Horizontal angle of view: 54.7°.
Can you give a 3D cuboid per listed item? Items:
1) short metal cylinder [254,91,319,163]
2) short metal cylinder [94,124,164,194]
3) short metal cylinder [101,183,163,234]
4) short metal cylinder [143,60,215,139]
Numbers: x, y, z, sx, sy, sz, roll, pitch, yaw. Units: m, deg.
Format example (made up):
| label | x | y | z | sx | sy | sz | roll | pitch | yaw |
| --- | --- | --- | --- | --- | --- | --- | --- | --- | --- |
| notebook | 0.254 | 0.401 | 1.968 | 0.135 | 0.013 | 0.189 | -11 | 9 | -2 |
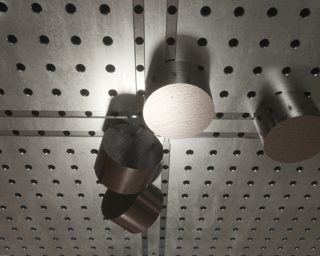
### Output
| label | x | y | z | sx | sy | sz | roll | pitch | yaw |
| --- | --- | --- | --- | --- | --- | --- | --- | --- | --- |
| short metal cylinder | 0.168 | -0.001 | 0.397 | 0.081 | 0.050 | 0.079 | 0 | 130 | 0 |
| short metal cylinder | -0.042 | 0.040 | 0.409 | 0.081 | 0.080 | 0.050 | 14 | 129 | -12 |
| short metal cylinder | -0.042 | 0.112 | 0.470 | 0.080 | 0.080 | 0.050 | -31 | 124 | 23 |
| short metal cylinder | 0.021 | -0.032 | 0.368 | 0.081 | 0.050 | 0.079 | 0 | 130 | 0 |
